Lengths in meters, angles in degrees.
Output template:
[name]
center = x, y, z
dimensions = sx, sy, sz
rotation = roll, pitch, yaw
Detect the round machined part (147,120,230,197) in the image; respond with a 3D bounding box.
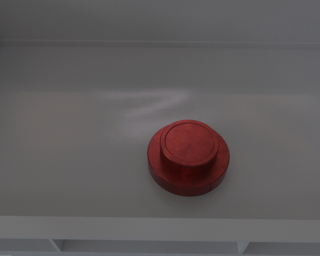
[round machined part]
center = 0.034, 0.028, 0.371
dimensions = 0.099, 0.042, 0.098
rotation = 0, 50, 0
